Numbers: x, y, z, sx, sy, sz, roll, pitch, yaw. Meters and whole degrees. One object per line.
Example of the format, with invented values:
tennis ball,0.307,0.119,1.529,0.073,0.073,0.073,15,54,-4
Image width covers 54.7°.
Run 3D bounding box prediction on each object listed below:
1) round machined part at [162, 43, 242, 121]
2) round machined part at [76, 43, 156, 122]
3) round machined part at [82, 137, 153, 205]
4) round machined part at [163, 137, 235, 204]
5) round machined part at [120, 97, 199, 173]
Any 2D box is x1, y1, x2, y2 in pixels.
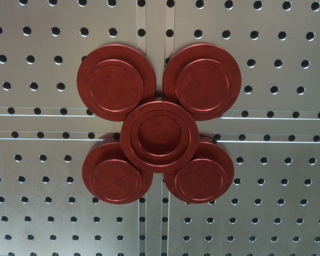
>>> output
round machined part,0.052,-0.054,0.384,0.099,0.042,0.097,0,110,-1
round machined part,-0.054,-0.053,0.383,0.099,0.042,0.097,0,110,-1
round machined part,-0.059,0.065,0.428,0.099,0.042,0.097,0,110,-1
round machined part,0.054,0.064,0.428,0.099,0.042,0.097,0,110,-1
round machined part,0.000,0.006,0.405,0.099,0.042,0.097,0,110,-1
